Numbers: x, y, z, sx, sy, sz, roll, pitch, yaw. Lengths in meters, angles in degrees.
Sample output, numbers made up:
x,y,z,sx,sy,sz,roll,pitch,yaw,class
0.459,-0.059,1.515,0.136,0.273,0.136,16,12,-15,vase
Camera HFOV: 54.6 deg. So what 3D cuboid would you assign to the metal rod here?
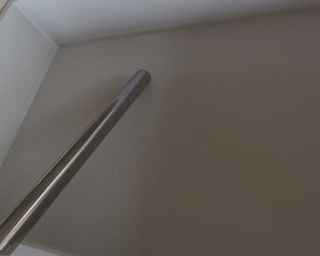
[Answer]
x,y,z,sx,sy,sz,roll,pitch,yaw,class
-0.081,0.012,0.363,0.025,0.025,0.301,-1,36,28,metal rod
